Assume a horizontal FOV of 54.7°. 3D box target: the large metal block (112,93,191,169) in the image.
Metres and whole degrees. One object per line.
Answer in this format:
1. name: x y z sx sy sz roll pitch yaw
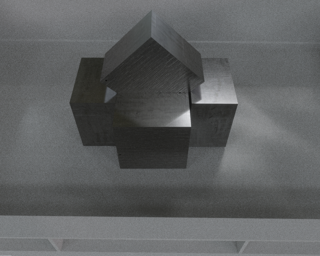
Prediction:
1. large metal block: -0.008 0.005 0.363 0.081 0.080 0.050 0 50 0

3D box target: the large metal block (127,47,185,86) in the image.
1. large metal block: -0.008 -0.072 0.428 0.081 0.080 0.050 0 50 0

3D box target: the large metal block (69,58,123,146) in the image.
1. large metal block: -0.074 -0.033 0.395 0.050 0.080 0.080 0 50 0

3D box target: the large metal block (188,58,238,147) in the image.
1. large metal block: 0.059 -0.032 0.392 0.050 0.080 0.080 0 50 0

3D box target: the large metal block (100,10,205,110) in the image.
1. large metal block: -0.008 -0.069 0.352 0.080 0.080 0.050 33 40 -33
